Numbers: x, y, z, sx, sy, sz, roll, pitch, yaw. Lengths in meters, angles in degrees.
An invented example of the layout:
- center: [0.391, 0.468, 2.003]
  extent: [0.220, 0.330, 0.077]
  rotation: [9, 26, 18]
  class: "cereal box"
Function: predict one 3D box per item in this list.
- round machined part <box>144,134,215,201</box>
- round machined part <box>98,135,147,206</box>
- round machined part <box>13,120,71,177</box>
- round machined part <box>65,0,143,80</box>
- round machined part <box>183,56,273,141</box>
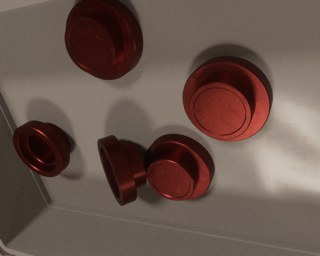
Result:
- center: [0.021, 0.060, 0.423]
  extent: [0.098, 0.042, 0.097]
  rotation: [13, 124, 20]
  class: "round machined part"
- center: [-0.051, 0.056, 0.436]
  extent: [0.098, 0.042, 0.097]
  rotation: [53, 154, 42]
  class: "round machined part"
- center: [-0.189, 0.030, 0.513]
  extent: [0.098, 0.042, 0.097]
  rotation: [13, 124, 20]
  class: "round machined part"
- center: [-0.073, -0.103, 0.371]
  extent: [0.098, 0.042, 0.097]
  rotation: [13, 124, 20]
  class: "round machined part"
- center: [0.071, -0.026, 0.343]
  extent: [0.098, 0.042, 0.097]
  rotation: [13, 124, 20]
  class: "round machined part"
